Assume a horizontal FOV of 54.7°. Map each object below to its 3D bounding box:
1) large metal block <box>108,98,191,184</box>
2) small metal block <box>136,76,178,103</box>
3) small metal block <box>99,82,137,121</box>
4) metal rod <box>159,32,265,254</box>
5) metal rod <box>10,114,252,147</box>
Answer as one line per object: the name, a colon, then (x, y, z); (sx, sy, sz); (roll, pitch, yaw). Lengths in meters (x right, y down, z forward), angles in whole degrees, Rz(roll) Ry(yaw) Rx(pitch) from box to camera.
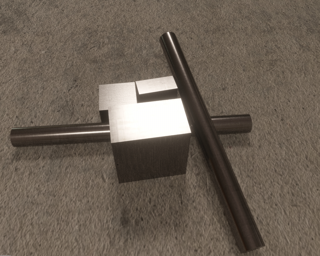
large metal block: (-0.013, 0.016, 0.354); (0.081, 0.080, 0.050); (-7, 51, -7)
small metal block: (-0.005, -0.040, 0.421); (0.050, 0.050, 0.025); (-10, 51, -9)
small metal block: (-0.058, -0.036, 0.433); (0.050, 0.025, 0.050); (-5, 50, -5)
metal rod: (0.051, -0.005, 0.377); (0.025, 0.025, 0.299); (-12, 61, -10)
metal rod: (-0.033, 0.003, 0.400); (0.302, 0.025, 0.025); (-3, 50, -4)
